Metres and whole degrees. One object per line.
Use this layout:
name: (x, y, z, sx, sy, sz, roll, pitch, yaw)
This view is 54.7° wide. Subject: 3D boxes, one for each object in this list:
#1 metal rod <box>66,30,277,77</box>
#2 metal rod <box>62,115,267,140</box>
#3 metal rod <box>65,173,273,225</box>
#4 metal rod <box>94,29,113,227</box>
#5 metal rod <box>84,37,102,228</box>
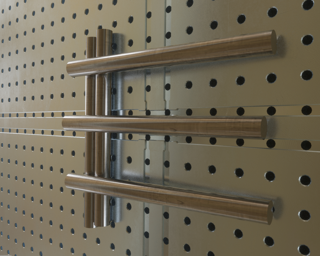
metal rod: (-0.010, -0.089, 0.396, 0.300, 0.025, 0.025, 1, 91, 33)
metal rod: (-0.018, -0.004, 0.402, 0.300, 0.025, 0.025, 2, 91, 33)
metal rod: (-0.013, 0.084, 0.399, 0.300, 0.025, 0.025, 1, 91, 33)
metal rod: (-0.088, 0.000, 0.478, 0.025, 0.025, 0.298, 1, 91, 39)
metal rod: (-0.107, 0.007, 0.494, 0.025, 0.025, 0.298, 1, 91, 39)
